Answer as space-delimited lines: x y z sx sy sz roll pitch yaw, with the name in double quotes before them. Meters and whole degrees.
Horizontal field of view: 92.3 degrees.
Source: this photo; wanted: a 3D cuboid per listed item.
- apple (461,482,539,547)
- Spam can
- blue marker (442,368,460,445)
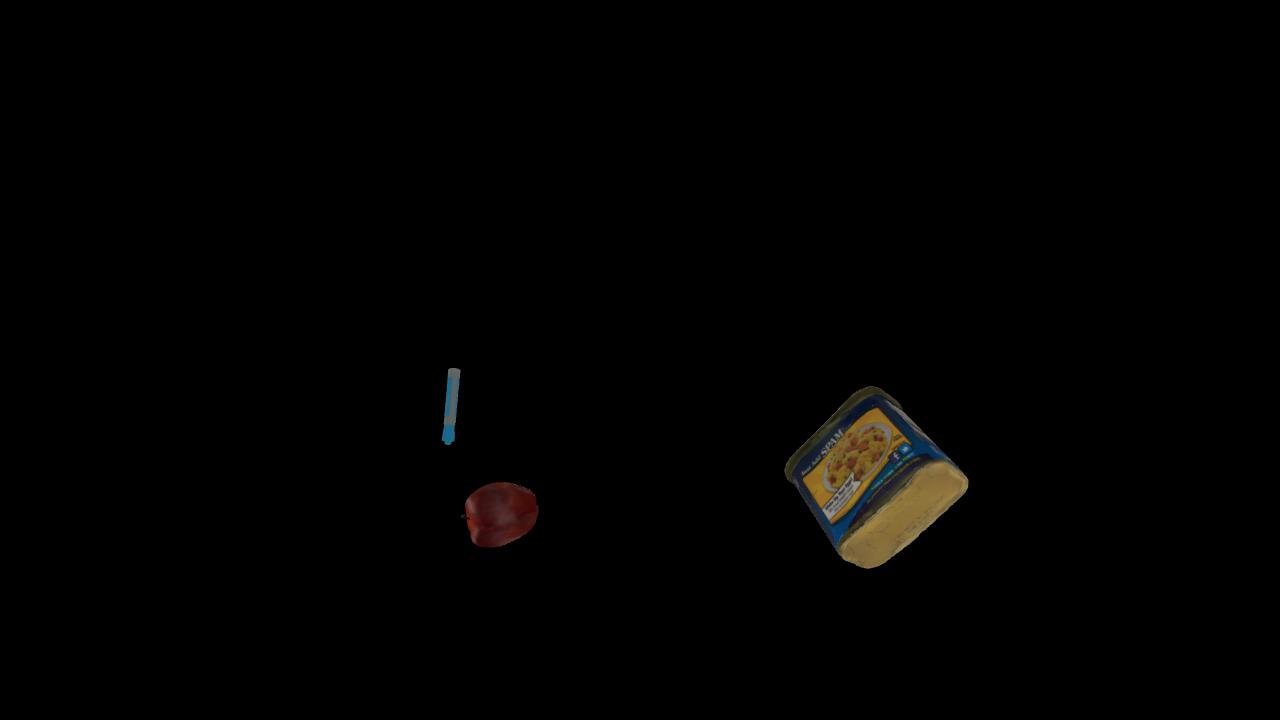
"apple" -0.176 0.191 0.771 0.093 0.079 0.079 -5 2 -25
"Spam can" 0.167 0.085 0.445 0.058 0.101 0.085 30 19 -28
"blue marker" -0.290 0.071 0.945 0.020 0.121 0.020 -2 -24 -1
